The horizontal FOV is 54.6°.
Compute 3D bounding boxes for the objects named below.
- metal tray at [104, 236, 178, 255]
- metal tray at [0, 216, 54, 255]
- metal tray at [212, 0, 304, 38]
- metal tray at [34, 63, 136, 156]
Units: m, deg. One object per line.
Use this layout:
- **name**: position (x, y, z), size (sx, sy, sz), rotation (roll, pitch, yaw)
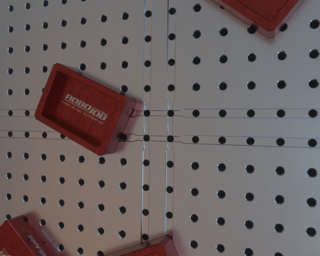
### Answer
- **metal tray**: position (-0.032, 0.211, 0.421), size (0.130, 0.030, 0.090), rotation (-24, 82, 18)
- **metal tray**: position (-0.216, 0.217, 0.487), size (0.130, 0.030, 0.090), rotation (44, 104, 14)
- **metal tray**: position (0.110, -0.182, 0.371), size (0.130, 0.030, 0.090), rotation (41, 103, 15)
- **metal tray**: position (-0.111, -0.028, 0.449), size (0.130, 0.030, 0.090), rotation (27, 99, 18)
